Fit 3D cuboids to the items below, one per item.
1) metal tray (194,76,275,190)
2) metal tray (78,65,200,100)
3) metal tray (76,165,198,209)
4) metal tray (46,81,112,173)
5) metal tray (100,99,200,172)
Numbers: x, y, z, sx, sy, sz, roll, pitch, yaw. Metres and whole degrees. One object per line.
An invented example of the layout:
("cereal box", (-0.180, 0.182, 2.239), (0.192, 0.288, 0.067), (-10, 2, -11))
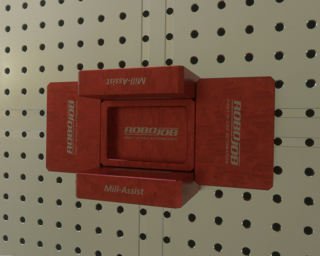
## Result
("metal tray", (0.090, 0.005, 0.376), (0.090, 0.030, 0.129), (1, 90, 18))
("metal tray", (-0.023, -0.052, 0.385), (0.130, 0.090, 0.030), (1, 91, 19))
("metal tray", (-0.025, 0.068, 0.384), (0.130, 0.090, 0.030), (1, 91, 19))
("metal tray", (-0.118, -0.001, 0.450), (0.090, 0.030, 0.129), (1, 90, 19))
("metal tray", (-0.014, 0.008, 0.412), (0.130, 0.030, 0.089), (1, 90, 19))
